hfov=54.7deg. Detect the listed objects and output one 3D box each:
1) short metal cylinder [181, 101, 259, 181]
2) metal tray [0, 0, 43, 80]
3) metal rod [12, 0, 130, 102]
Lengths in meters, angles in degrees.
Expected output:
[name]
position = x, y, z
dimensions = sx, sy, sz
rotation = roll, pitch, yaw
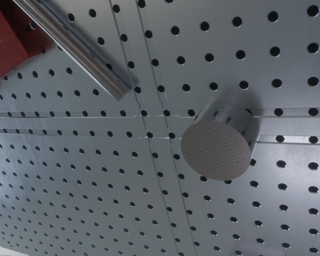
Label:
[short metal cylinder]
position = 0.071, 0.015, 0.367
dimensions = 0.080, 0.050, 0.079
rotation = 13, 124, 21
[metal tray]
position = -0.243, -0.126, 0.459
dimensions = 0.130, 0.030, 0.090
rotation = -17, 110, 35
[metal rod]
position = -0.155, -0.147, 0.402
dimensions = 0.300, 0.025, 0.025
rotation = 44, 129, -3
